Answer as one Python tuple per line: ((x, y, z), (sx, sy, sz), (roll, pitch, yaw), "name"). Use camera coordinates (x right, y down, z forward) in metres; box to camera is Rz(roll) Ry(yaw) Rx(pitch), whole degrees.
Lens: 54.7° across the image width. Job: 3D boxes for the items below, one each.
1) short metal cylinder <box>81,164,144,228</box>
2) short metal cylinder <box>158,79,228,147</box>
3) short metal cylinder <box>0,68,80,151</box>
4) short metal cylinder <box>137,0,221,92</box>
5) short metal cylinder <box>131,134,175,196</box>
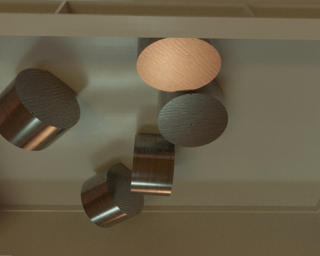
((-0.069, 0.100, 0.457), (0.050, 0.080, 0.080), (-30, 124, 23), "short metal cylinder")
((0.037, -0.023, 0.374), (0.081, 0.050, 0.079), (0, 130, 0), "short metal cylinder")
((-0.140, -0.021, 0.354), (0.050, 0.080, 0.080), (-35, 122, 26), "short metal cylinder")
((0.018, -0.080, 0.309), (0.080, 0.050, 0.080), (0, 150, 0), "short metal cylinder")
((-0.011, 0.049, 0.415), (0.050, 0.080, 0.079), (4, 130, -4), "short metal cylinder")
